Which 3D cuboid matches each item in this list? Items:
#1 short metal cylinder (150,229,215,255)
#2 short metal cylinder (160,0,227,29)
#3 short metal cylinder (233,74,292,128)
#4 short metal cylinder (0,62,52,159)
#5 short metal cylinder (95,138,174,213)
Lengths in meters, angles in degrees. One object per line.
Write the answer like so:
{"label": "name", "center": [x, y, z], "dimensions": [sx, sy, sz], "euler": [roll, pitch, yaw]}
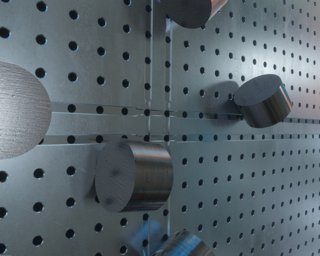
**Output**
{"label": "short metal cylinder", "center": [0.031, 0.180, 0.400], "dimensions": [0.050, 0.080, 0.080], "euler": [-35, 112, -35]}
{"label": "short metal cylinder", "center": [0.046, -0.181, 0.411], "dimensions": [0.050, 0.080, 0.080], "euler": [-49, 119, -29]}
{"label": "short metal cylinder", "center": [0.171, -0.045, 0.516], "dimensions": [0.080, 0.080, 0.050], "euler": [-52, 121, -27]}
{"label": "short metal cylinder", "center": [-0.144, -0.014, 0.272], "dimensions": [0.081, 0.050, 0.079], "euler": [0, 90, -40]}
{"label": "short metal cylinder", "center": [-0.031, 0.053, 0.348], "dimensions": [0.050, 0.080, 0.080], "euler": [10, 84, -40]}
